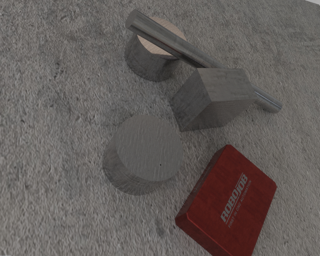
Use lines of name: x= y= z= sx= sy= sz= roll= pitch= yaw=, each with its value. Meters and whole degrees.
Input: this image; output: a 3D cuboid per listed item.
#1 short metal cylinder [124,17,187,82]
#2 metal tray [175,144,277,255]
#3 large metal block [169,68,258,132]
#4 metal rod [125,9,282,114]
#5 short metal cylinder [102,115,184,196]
short metal cylinder: x=-0.006 y=-0.115 z=0.455 sx=0.081 sy=0.050 sz=0.080 roll=14 pitch=56 yaw=-21
metal tray: x=0.088 y=0.093 z=0.391 sx=0.090 sy=0.030 sz=0.131 roll=41 pitch=51 yaw=-1
large metal block: x=0.072 y=-0.039 z=0.431 sx=0.081 sy=0.080 sz=0.050 roll=-6 pitch=65 yaw=-31
metal rod: x=0.083 y=-0.084 z=0.452 sx=0.302 sy=0.025 sz=0.025 roll=22 pitch=52 yaw=-33
short metal cylinder: x=-0.020 y=0.032 z=0.357 sx=0.081 sy=0.050 sz=0.080 roll=14 pitch=56 yaw=-21
